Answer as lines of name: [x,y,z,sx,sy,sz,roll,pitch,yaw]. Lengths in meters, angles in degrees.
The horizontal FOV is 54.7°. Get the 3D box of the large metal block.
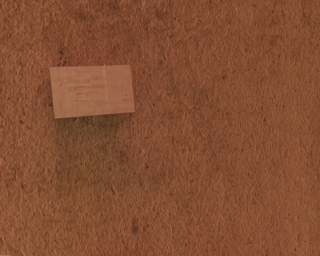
large metal block: [-0.080,-0.038,0.350,0.081,0.080,0.050,-6,92,-20]
